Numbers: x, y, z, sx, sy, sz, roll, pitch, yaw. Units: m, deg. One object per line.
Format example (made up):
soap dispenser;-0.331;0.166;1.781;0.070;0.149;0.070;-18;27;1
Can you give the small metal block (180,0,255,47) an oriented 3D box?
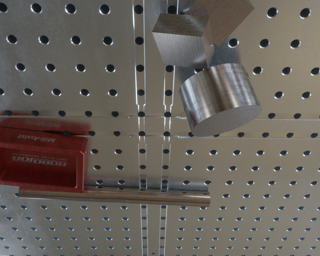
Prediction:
small metal block;0.056;-0.119;0.311;0.050;0.025;0.050;30;124;-23

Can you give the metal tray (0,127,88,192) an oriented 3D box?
metal tray;-0.174;0.048;0.446;0.131;0.030;0.089;7;130;-7

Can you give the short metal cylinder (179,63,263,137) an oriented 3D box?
short metal cylinder;0.067;-0.029;0.348;0.081;0.050;0.080;-14;161;-5

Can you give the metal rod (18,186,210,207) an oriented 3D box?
metal rod;-0.070;0.109;0.503;0.302;0.025;0.025;4;130;-4

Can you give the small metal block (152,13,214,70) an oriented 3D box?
small metal block;0.025;-0.087;0.315;0.050;0.025;0.050;12;158;21
